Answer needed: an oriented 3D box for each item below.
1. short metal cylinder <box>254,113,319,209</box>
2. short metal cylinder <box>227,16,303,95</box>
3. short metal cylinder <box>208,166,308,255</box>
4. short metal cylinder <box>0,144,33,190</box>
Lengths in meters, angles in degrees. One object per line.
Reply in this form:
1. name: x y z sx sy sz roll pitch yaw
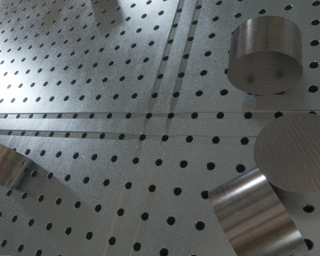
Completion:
1. short metal cylinder: 0.137 0.032 0.301 0.080 0.050 0.080 -13 56 20
2. short metal cylinder: 0.121 -0.081 0.359 0.080 0.080 0.050 -3 61 26
3. short metal cylinder: 0.085 0.081 0.278 0.050 0.080 0.080 -31 52 8
4. short metal cylinder: -0.241 0.053 0.464 0.080 0.080 0.050 14 69 33
